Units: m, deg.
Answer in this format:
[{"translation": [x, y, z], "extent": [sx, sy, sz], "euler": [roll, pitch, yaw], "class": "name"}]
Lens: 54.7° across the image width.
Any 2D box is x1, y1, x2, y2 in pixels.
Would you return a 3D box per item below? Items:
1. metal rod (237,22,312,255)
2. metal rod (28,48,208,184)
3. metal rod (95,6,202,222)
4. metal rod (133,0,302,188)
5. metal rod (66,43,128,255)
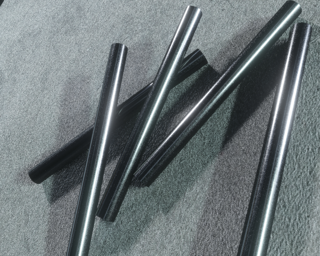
[{"translation": [0.126, 0.008, 0.332], "extent": [0.025, 0.025, 0.300], "euler": [7, 65, 31], "class": "metal rod"}, {"translation": [-0.062, -0.014, 0.445], "extent": [0.300, 0.025, 0.025], "euler": [-35, 51, 4], "class": "metal rod"}, {"translation": [-0.010, -0.027, 0.402], "extent": [0.025, 0.025, 0.299], "euler": [15, 76, 34], "class": "metal rod"}, {"translation": [0.076, -0.047, 0.392], "extent": [0.300, 0.025, 0.025], "euler": [-48, 51, -6], "class": "metal rod"}, {"translation": [-0.079, 0.022, 0.407], "extent": [0.025, 0.025, 0.299], "euler": [-2, 68, 27], "class": "metal rod"}]
